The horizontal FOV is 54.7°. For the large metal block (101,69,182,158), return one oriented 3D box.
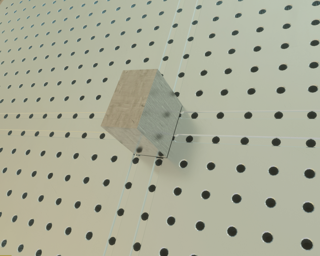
[{"bbox_3d":[-0.019,-0.017,0.391,0.050,0.080,0.080,4,64,29],"label":"large metal block"}]
